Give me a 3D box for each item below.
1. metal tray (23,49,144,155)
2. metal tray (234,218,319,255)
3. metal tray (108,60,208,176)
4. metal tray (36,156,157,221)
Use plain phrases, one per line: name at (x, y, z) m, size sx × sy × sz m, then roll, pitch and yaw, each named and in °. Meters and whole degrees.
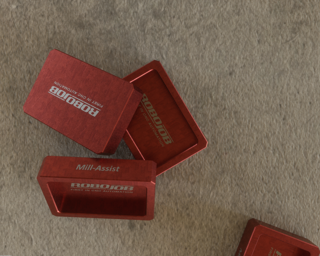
metal tray at (-0.097, -0.033, 0.383) m, size 0.130 × 0.030 × 0.090 m, roll 26°, pitch 91°, yaw 20°
metal tray at (0.141, 0.198, 0.409) m, size 0.090 × 0.030 × 0.129 m, roll 21°, pitch 90°, yaw -1°
metal tray at (-0.009, -0.011, 0.407) m, size 0.090 × 0.030 × 0.130 m, roll -31°, pitch 90°, yaw -1°
metal tray at (-0.071, 0.076, 0.379) m, size 0.131 × 0.089 × 0.030 m, roll 3°, pitch 46°, yaw -1°
